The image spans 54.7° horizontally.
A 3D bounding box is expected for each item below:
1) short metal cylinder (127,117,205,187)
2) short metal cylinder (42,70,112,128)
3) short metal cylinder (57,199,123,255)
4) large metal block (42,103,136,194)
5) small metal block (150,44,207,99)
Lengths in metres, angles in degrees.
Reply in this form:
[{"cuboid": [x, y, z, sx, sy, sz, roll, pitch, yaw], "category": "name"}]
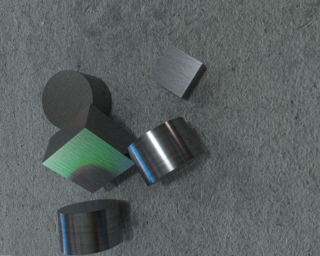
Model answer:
[{"cuboid": [0.007, 0.029, 0.377, 0.080, 0.080, 0.050, -34, 79, 17], "category": "short metal cylinder"}, {"cuboid": [-0.116, -0.038, 0.437, 0.080, 0.050, 0.079, 0, 90, 20], "category": "short metal cylinder"}, {"cuboid": [-0.092, 0.129, 0.412, 0.080, 0.080, 0.050, -7, 88, 20], "category": "short metal cylinder"}, {"cuboid": [-0.089, 0.029, 0.401, 0.080, 0.050, 0.080, -37, 122, 22], "category": "large metal block"}, {"cuboid": [0.024, -0.072, 0.401, 0.050, 0.025, 0.050, 34, 101, 16], "category": "small metal block"}]
